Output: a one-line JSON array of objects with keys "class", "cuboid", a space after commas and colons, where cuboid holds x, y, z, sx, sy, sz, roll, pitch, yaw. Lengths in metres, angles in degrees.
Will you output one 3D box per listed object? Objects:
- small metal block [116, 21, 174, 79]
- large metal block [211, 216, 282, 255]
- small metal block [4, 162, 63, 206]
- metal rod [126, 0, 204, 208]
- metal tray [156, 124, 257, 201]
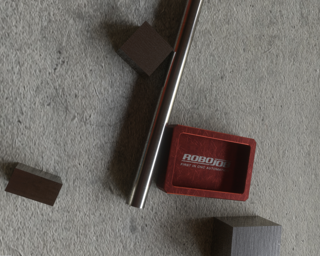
[{"class": "small metal block", "cuboid": [-0.020, -0.100, 0.402, 0.050, 0.025, 0.050, 43, 76, -15]}, {"class": "large metal block", "cuboid": [0.122, 0.173, 0.443, 0.081, 0.050, 0.080, 5, 88, -20]}, {"class": "small metal block", "cuboid": [-0.139, 0.062, 0.345, 0.050, 0.050, 0.025, 25, 82, -19]}, {"class": "metal rod", "cuboid": [0.009, -0.043, 0.413, 0.025, 0.025, 0.299, 18, 84, -20]}, {"class": "metal tray", "cuboid": [0.067, 0.049, 0.432, 0.131, 0.030, 0.089, 11, 86, -20]}]
